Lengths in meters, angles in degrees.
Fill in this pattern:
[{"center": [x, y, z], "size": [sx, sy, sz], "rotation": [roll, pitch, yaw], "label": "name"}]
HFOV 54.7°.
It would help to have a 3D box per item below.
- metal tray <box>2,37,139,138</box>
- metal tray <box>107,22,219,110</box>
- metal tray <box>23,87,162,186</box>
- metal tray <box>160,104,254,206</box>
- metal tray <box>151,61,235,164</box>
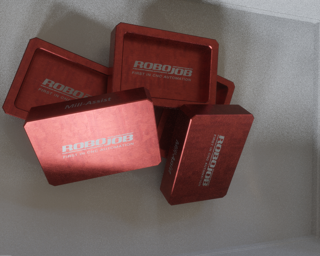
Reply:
[{"center": [-0.102, -0.038, 0.367], "size": [0.131, 0.030, 0.090], "rotation": [21, 83, -19], "label": "metal tray"}, {"center": [0.005, -0.069, 0.377], "size": [0.131, 0.030, 0.089], "rotation": [4, 89, -20], "label": "metal tray"}, {"center": [-0.069, 0.011, 0.345], "size": [0.131, 0.030, 0.089], "rotation": [-11, 124, -5], "label": "metal tray"}, {"center": [0.057, 0.034, 0.394], "size": [0.091, 0.030, 0.129], "rotation": [-2, 119, -26], "label": "metal tray"}, {"center": [0.041, -0.016, 0.422], "size": [0.091, 0.030, 0.129], "rotation": [21, 83, -19], "label": "metal tray"}]
